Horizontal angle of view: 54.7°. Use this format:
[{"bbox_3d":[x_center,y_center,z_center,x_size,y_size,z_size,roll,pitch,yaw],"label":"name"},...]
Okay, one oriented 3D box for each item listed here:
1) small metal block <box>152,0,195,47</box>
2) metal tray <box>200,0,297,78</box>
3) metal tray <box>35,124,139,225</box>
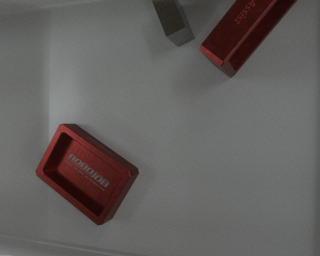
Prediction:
[{"bbox_3d":[0.018,-0.136,0.390,0.025,0.050,0.050,-23,83,18],"label":"small metal block"},{"bbox_3d":[0.104,-0.120,0.338,0.030,0.090,0.130,42,103,15],"label":"metal tray"},{"bbox_3d":[-0.106,0.063,0.443,0.130,0.030,0.090,33,100,16],"label":"metal tray"}]
